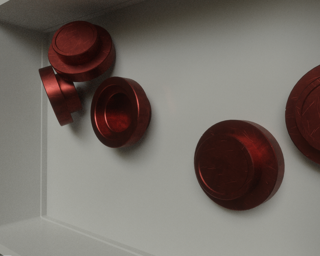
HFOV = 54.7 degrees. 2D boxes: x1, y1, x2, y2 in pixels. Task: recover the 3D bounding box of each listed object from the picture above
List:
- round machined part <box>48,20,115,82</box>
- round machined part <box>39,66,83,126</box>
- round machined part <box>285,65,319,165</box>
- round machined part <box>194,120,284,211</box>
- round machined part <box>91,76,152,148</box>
[{"bbox_3d":[-0.120,-0.120,0.461,0.099,0.042,0.098,-3,63,6],"label":"round machined part"},{"bbox_3d":[-0.158,-0.056,0.506,0.098,0.042,0.098,159,90,-76],"label":"round machined part"},{"bbox_3d":[0.157,-0.012,0.266,0.098,0.042,0.097,0,90,40],"label":"round machined part"},{"bbox_3d":[0.077,0.040,0.332,0.098,0.042,0.097,0,90,40],"label":"round machined part"},{"bbox_3d":[-0.051,-0.022,0.438,0.098,0.042,0.097,0,90,40],"label":"round machined part"}]
